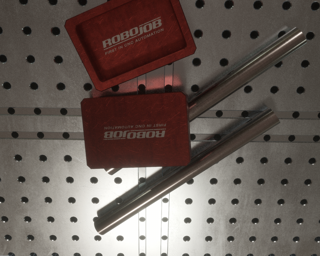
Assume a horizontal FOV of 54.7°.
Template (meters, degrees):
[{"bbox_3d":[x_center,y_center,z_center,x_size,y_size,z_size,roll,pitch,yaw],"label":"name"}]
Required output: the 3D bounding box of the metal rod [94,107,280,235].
[{"bbox_3d":[0.030,0.066,0.438,0.300,0.025,0.025,-35,107,11],"label":"metal rod"}]

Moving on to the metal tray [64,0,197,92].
[{"bbox_3d":[-0.033,-0.109,0.369,0.130,0.030,0.090,-21,109,7],"label":"metal tray"}]

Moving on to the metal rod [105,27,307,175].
[{"bbox_3d":[0.048,-0.028,0.403,0.300,0.025,0.025,-35,107,11],"label":"metal rod"}]

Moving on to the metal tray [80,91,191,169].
[{"bbox_3d":[-0.029,0.003,0.390,0.131,0.030,0.089,-3,96,9],"label":"metal tray"}]
